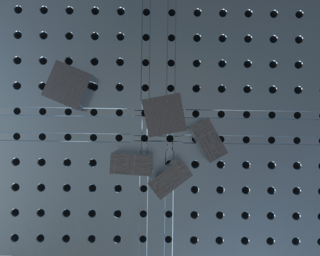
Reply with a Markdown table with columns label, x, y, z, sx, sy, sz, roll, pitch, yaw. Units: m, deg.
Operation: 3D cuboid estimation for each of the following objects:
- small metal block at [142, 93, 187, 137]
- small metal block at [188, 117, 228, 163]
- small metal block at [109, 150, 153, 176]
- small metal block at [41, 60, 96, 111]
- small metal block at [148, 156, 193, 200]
| label | x | y | z | sx | sy | sz | roll | pitch | yaw |
| --- | --- | --- | --- | --- | --- | --- | --- | --- | --- |
| small metal block | 0.006 | -0.017 | 0.413 | 0.050 | 0.025 | 0.050 | -11 | 90 | 0 |
| small metal block | 0.060 | 0.014 | 0.401 | 0.025 | 0.050 | 0.050 | -29 | 90 | 0 |
| small metal block | -0.035 | 0.045 | 0.401 | 0.050 | 0.050 | 0.025 | 4 | 90 | 0 |
| small metal block | -0.121 | -0.056 | 0.413 | 0.050 | 0.025 | 0.050 | 23 | 90 | 0 |
| small metal block | 0.013 | 0.062 | 0.401 | 0.050 | 0.050 | 0.025 | -37 | 90 | 0 |
